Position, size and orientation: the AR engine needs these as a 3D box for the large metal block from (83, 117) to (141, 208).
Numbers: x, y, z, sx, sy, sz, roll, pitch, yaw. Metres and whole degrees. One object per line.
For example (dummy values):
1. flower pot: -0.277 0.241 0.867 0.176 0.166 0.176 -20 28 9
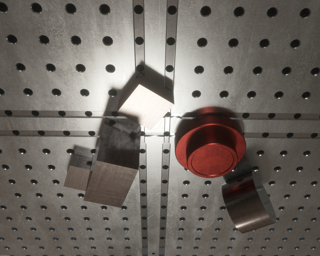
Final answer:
1. large metal block: -0.063 0.046 0.414 0.050 0.080 0.079 15 128 -13

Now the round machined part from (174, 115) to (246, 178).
1. round machined part: 0.070 0.032 0.429 0.099 0.042 0.097 -1 130 0

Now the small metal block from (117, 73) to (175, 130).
1. small metal block: -0.018 -0.032 0.385 0.050 0.025 0.050 28 124 -23

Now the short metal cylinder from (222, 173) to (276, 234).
1. short metal cylinder: 0.136 0.114 0.475 0.050 0.080 0.080 -27 125 21

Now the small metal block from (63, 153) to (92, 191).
1. small metal block: -0.114 0.069 0.469 0.050 0.025 0.050 16 128 -14
